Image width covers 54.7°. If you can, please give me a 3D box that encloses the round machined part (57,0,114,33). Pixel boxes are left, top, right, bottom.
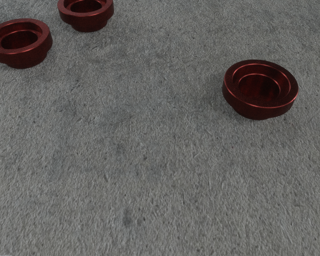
[{"bbox_3d":[-0.134,-0.213,0.570,0.099,0.042,0.098,0,50,0],"label":"round machined part"}]

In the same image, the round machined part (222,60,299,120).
[{"bbox_3d":[0.137,-0.049,0.434,0.099,0.042,0.098,0,50,0],"label":"round machined part"}]

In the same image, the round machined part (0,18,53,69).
[{"bbox_3d":[-0.224,-0.133,0.503,0.099,0.042,0.098,0,50,0],"label":"round machined part"}]
